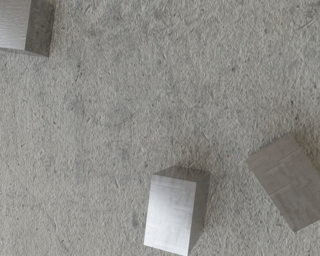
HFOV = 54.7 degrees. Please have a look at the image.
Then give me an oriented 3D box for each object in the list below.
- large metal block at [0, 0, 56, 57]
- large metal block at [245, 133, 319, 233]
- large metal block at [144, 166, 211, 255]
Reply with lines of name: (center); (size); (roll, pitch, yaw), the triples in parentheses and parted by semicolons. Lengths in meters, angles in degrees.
large metal block: (-0.213, -0.156, 0.471); (0.080, 0.050, 0.079); (11, 94, 19)
large metal block: (0.139, 0.052, 0.331); (0.050, 0.080, 0.080); (-36, 79, 17)
large metal block: (0.024, 0.093, 0.371); (0.050, 0.080, 0.079); (8, 93, 20)
